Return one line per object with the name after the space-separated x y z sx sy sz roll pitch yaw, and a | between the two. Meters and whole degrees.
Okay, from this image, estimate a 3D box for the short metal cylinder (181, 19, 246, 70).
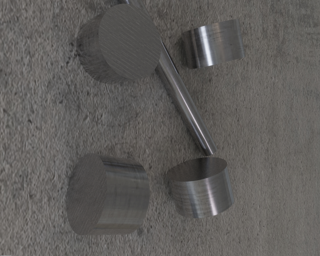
0.074 -0.115 0.431 0.081 0.080 0.050 -23 105 -38 | short metal cylinder

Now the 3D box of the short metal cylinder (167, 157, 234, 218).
0.055 0.077 0.415 0.081 0.080 0.050 -23 105 -38 | short metal cylinder

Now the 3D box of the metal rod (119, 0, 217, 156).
0.005 -0.084 0.408 0.025 0.025 0.299 -45 117 -31 | metal rod

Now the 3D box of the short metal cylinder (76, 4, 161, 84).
-0.046 -0.092 0.350 0.081 0.050 0.079 0 90 -40 | short metal cylinder

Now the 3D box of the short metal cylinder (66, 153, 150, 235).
-0.056 0.069 0.323 0.050 0.080 0.080 16 80 -39 | short metal cylinder
